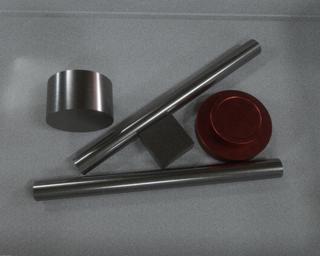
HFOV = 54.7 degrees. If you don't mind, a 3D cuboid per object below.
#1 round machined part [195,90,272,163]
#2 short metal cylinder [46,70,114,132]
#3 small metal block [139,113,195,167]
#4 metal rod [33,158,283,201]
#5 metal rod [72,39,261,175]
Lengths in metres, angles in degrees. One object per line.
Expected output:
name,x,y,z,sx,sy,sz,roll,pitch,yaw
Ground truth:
round machined part,0.097,-0.006,0.401,0.099,0.042,0.098,0,70,-1
short metal cylinder,-0.100,-0.031,0.390,0.081,0.080,0.050,-5,70,-2
small metal block,0.008,0.017,0.401,0.050,0.025,0.050,-34,74,-12
metal rod,0.000,0.064,0.385,0.302,0.025,0.025,-5,70,-3
metal rod,0.018,-0.035,0.421,0.301,0.025,0.025,-35,74,-12
